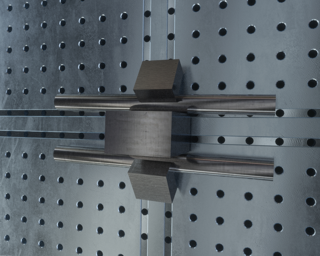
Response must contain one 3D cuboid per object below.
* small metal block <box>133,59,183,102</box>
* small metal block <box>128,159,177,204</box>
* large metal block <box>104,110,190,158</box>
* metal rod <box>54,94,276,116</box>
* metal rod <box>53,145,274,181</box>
[{"bbox_3d":[-0.001,-0.060,0.397,0.050,0.025,0.050,1,56,19],"label":"small metal block"},{"bbox_3d":[-0.009,0.068,0.399,0.050,0.025,0.050,3,129,19],"label":"small metal block"},{"bbox_3d":[-0.012,0.006,0.383,0.080,0.080,0.050,2,91,20],"label":"large metal block"},{"bbox_3d":[-0.007,-0.032,0.410,0.301,0.025,0.025,2,91,19],"label":"metal rod"},{"bbox_3d":[-0.009,0.044,0.412,0.301,0.025,0.025,2,91,19],"label":"metal rod"}]
